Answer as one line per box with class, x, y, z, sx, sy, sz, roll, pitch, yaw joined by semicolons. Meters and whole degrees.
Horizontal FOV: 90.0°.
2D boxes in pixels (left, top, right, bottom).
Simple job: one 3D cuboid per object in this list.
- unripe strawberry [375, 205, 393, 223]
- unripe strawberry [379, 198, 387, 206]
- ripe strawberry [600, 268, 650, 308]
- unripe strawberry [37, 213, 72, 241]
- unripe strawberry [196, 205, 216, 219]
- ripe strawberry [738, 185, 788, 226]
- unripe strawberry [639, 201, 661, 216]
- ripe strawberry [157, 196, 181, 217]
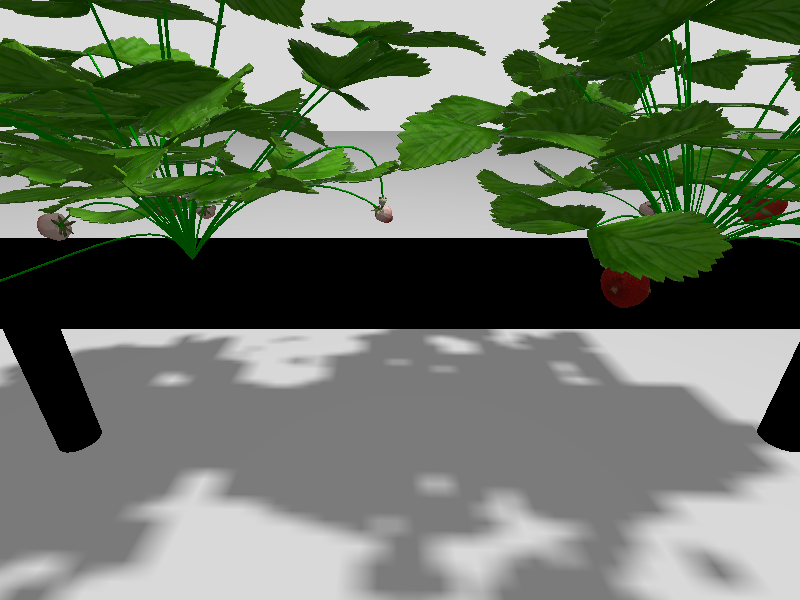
unripe strawberry;-0.018;-0.103;0.485;0.023;0.020;0.023;28;-6;46
unripe strawberry;-0.023;-0.133;0.541;0.010;0.011;0.011;19;31;36
ripe strawberry;0.149;-0.011;0.267;0.033;0.035;0.031;-22;32;-38
unripe strawberry;-0.364;-0.076;0.420;0.030;0.029;0.028;2;24;21
unripe strawberry;-0.248;-0.116;0.510;0.024;0.026;0.027;-8;12;-18
ripe strawberry;0.437;-0.114;0.482;0.049;0.047;0.045;-17;30;-34
unripe strawberry;0.318;-0.116;0.511;0.024;0.021;0.024;9;1;18
ripe strawberry;-0.297;-0.125;0.511;0.032;0.037;0.035;-15;28;-29
